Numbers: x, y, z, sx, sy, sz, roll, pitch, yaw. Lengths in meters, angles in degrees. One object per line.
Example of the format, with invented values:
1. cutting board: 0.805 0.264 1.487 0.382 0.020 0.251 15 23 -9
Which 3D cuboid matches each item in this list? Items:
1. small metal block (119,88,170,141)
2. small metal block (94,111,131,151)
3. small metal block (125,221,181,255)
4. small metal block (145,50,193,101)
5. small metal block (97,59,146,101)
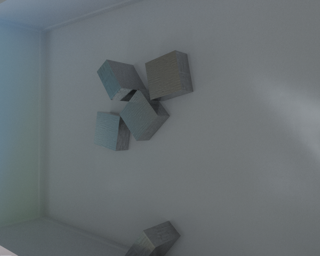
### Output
1. small metal block: -0.022 -0.018 0.423 0.050 0.025 0.050 -49 61 28
2. small metal block: -0.071 0.004 0.463 0.050 0.025 0.050 13 98 39
3. small metal block: -0.009 0.150 0.396 0.025 0.050 0.050 47 118 29
4. small metal block: 0.011 -0.065 0.396 0.050 0.025 0.050 -14 81 38
5. small metal block: -0.052 -0.065 0.431 0.025 0.050 0.050 -42 65 32
